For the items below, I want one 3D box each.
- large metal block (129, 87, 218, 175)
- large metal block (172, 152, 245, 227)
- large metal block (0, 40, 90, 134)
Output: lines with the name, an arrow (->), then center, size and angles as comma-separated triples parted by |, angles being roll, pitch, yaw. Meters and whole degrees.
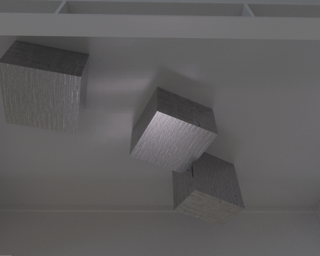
large metal block -> 0.015, 0.005, 0.397 | 0.080, 0.050, 0.079 | 20, 127, -17
large metal block -> 0.066, 0.083, 0.444 | 0.080, 0.080, 0.050 | 24, 126, -19
large metal block -> -0.128, -0.045, 0.353 | 0.081, 0.050, 0.079 | 9, 130, -8
